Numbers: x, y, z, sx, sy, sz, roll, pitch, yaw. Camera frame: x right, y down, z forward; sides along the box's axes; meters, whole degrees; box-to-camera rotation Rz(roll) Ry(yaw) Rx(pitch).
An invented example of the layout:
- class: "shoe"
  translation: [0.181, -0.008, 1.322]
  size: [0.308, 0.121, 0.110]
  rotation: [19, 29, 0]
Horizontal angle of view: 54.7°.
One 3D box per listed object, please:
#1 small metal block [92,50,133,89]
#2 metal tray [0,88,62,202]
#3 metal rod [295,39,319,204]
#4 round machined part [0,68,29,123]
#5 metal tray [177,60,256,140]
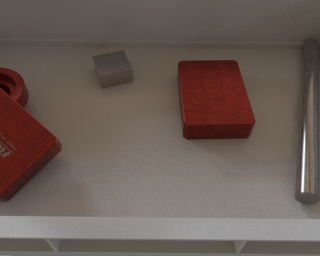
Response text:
- class: "small metal block"
  translation: [-0.073, -0.092, 0.481]
  size: [0.050, 0.025, 0.050]
  rotation: [-15, 52, -13]
- class: "metal tray"
  translation: [-0.193, 0.009, 0.357]
  size: [0.130, 0.030, 0.090]
  rotation: [40, 70, 8]
- class: "metal rod"
  translation: [0.209, -0.031, 0.433]
  size: [0.025, 0.025, 0.300]
  rotation: [14, 51, 11]
- class: "round machined part"
  translation: [-0.229, -0.035, 0.420]
  size: [0.099, 0.042, 0.098]
  rotation: [0, 50, 0]
- class: "metal tray"
  translation: [0.074, -0.044, 0.440]
  size: [0.091, 0.030, 0.130]
  rotation: [-1, 50, -2]
